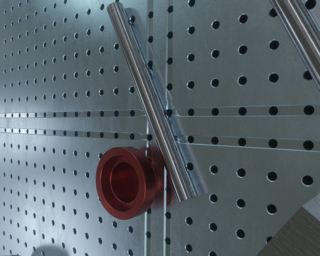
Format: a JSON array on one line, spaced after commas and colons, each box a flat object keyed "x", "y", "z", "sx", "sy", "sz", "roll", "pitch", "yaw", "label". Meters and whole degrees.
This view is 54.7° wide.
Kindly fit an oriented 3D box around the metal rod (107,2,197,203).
[{"x": -0.017, "y": -0.046, "z": 0.423, "sx": 0.025, "sy": 0.025, "sz": 0.299, "roll": -33, "pitch": 70, "yaw": 35, "label": "metal rod"}]

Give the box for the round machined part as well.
[{"x": -0.042, "y": 0.074, "z": 0.434, "sx": 0.098, "sy": 0.042, "sz": 0.097, "roll": 0, "pitch": 90, "yaw": 40, "label": "round machined part"}]

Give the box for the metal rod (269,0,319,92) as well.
[{"x": 0.126, "y": -0.121, "z": 0.305, "sx": 0.025, "sy": 0.025, "sz": 0.299, "roll": -32, "pitch": 70, "yaw": 35, "label": "metal rod"}]

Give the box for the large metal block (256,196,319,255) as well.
[{"x": 0.142, "y": 0.121, "z": 0.276, "sx": 0.080, "sy": 0.050, "sz": 0.080, "roll": 44, "pitch": 117, "yaw": 31, "label": "large metal block"}]
